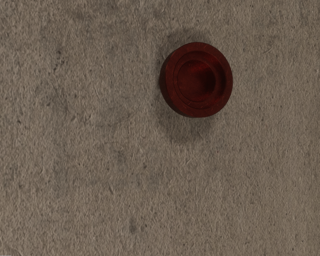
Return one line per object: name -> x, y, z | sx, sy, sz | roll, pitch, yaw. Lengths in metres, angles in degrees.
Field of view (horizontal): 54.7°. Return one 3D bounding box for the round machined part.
round machined part -> 0.045, -0.062, 0.418 | 0.099, 0.042, 0.097 | 0, 90, -21
